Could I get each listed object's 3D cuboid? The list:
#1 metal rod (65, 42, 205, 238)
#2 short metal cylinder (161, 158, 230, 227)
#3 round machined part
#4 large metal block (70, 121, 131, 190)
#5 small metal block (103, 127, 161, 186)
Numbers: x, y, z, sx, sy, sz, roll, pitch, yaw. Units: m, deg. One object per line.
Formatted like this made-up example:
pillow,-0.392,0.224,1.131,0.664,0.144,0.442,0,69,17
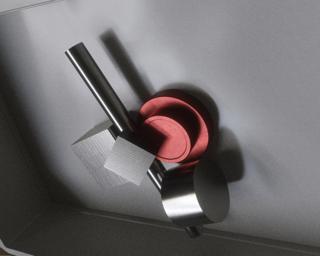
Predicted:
metal rod,-0.026,0.026,0.408,0.025,0.025,0.299,-23,107,36
short metal cylinder,0.046,0.083,0.397,0.050,0.080,0.080,-22,107,36
round machined part,0.014,0.005,0.389,0.098,0.042,0.097,13,124,20
large metal block,-0.065,0.034,0.441,0.080,0.050,0.080,-22,107,36
small metal block,-0.035,0.035,0.383,0.050,0.025,0.050,29,117,1
